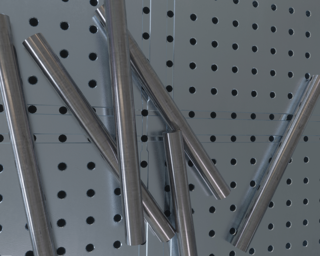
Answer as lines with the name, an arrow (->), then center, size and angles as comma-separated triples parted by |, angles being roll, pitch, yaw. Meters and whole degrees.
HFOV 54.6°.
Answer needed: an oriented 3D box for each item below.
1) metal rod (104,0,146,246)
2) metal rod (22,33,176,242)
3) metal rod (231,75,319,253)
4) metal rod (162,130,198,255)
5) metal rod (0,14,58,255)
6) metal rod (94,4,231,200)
metal rod -> -0.042, -0.012, 0.369 | 0.025, 0.025, 0.298 | -5, 92, -20
metal rod -> -0.068, 0.021, 0.387 | 0.025, 0.025, 0.299 | -36, 102, -16
metal rod -> 0.188, 0.048, 0.481 | 0.025, 0.025, 0.300 | 33, 79, -17
metal rod -> 0.036, 0.151, 0.417 | 0.025, 0.025, 0.298 | -10, 97, -20
metal rod -> -0.156, 0.024, 0.355 | 0.025, 0.025, 0.298 | -11, 94, -20
metal rod -> 0.010, -0.027, 0.415 | 0.025, 0.025, 0.299 | -37, 102, -16
